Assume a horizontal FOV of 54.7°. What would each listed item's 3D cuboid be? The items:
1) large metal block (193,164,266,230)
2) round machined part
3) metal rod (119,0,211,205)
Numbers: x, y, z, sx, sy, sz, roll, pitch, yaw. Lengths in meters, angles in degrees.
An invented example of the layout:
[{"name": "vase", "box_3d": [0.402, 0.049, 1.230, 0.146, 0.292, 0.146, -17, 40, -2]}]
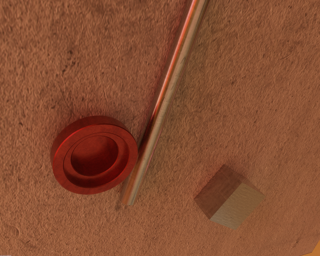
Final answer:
[{"name": "large metal block", "box_3d": [0.119, 0.120, 0.530, 0.080, 0.050, 0.080, 32, 101, -38]}, {"name": "round machined part", "box_3d": [-0.080, 0.028, 0.370, 0.099, 0.042, 0.097, -14, 124, -21]}, {"name": "metal rod", "box_3d": [0.001, -0.027, 0.390, 0.025, 0.025, 0.298, 6, 115, -31]}]
